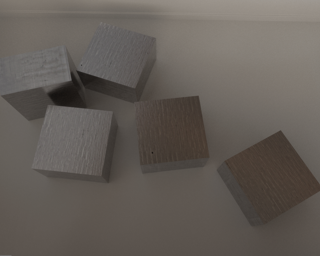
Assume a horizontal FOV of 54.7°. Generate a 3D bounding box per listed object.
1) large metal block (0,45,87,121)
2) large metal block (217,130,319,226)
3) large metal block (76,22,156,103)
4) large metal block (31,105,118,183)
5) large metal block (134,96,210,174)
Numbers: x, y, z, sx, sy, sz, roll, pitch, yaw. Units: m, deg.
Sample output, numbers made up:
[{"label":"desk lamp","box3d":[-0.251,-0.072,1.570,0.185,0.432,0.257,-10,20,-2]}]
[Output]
[{"label":"large metal block","box3d":[-0.147,-0.055,0.399,0.081,0.080,0.050,-13,71,-5]},{"label":"large metal block","box3d":[0.128,0.062,0.375,0.080,0.050,0.080,-27,73,-10]},{"label":"large metal block","box3d":[-0.056,-0.089,0.428,0.080,0.050,0.080,18,71,6]},{"label":"large metal block","box3d":[-0.102,0.021,0.387,0.080,0.050,0.080,6,70,2]},{"label":"large metal block","box3d":[0.013,0.009,0.393,0.081,0.050,0.080,-6,70,-3]}]
